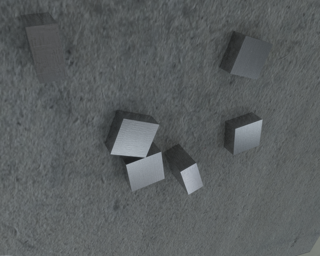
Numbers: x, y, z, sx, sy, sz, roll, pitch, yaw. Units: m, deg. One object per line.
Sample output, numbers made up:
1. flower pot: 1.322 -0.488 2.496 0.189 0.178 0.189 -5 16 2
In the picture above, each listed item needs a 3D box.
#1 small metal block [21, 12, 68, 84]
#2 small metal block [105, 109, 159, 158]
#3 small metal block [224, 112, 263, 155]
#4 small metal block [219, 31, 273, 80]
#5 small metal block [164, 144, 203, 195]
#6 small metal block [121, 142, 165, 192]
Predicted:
1. small metal block: -0.107 -0.075 0.286 0.025 0.050 0.050 -15 125 -20
2. small metal block: -0.036 0.008 0.394 0.050 0.025 0.050 9 113 -33
3. small metal block: 0.130 0.009 0.486 0.050 0.025 0.050 -18 126 -19
4. small metal block: 0.114 -0.096 0.412 0.050 0.025 0.050 5 116 -31
5. small metal block: 0.034 0.059 0.448 0.025 0.050 0.050 -29 129 -11
6. small metal block: -0.024 0.054 0.429 0.050 0.025 0.050 -19 127 -18
